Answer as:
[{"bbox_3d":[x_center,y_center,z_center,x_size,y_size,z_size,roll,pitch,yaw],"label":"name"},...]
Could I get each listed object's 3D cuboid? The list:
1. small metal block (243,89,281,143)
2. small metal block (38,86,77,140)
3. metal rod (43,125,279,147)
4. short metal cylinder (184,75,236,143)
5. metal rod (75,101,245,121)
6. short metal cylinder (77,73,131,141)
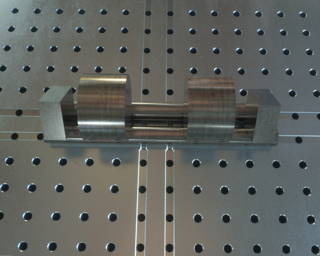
[{"bbox_3d":[0.124,-0.016,0.381,0.025,0.050,0.050,0,29,1],"label":"small metal block"},{"bbox_3d":[-0.124,-0.019,0.381,0.025,0.050,0.050,1,28,1],"label":"small metal block"},{"bbox_3d":[0.001,0.010,0.408,0.302,0.025,0.025,1,70,0],"label":"metal rod"},{"bbox_3d":[0.056,-0.022,0.368,0.050,0.080,0.080,1,70,0],"label":"short metal cylinder"},{"bbox_3d":[0.004,-0.023,0.420,0.302,0.025,0.025,1,70,0],"label":"metal rod"},{"bbox_3d":[-0.063,-0.024,0.368,0.050,0.080,0.080,1,70,0],"label":"short metal cylinder"}]
